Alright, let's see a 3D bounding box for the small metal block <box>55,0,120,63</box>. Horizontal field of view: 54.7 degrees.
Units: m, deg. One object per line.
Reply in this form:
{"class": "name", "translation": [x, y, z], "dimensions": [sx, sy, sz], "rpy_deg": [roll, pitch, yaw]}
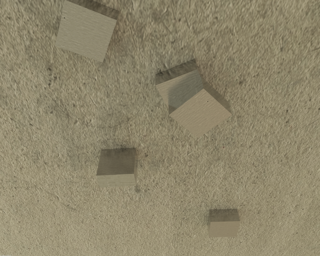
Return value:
{"class": "small metal block", "translation": [-0.075, -0.103, 0.319], "dimensions": [0.050, 0.025, 0.050], "rpy_deg": [18, 128, -15]}

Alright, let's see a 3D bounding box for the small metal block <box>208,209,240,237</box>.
{"class": "small metal block", "translation": [0.113, 0.170, 0.553], "dimensions": [0.050, 0.025, 0.050], "rpy_deg": [-2, 130, 1]}

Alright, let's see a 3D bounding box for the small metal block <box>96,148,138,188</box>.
{"class": "small metal block", "translation": [-0.059, 0.055, 0.437], "dimensions": [0.050, 0.050, 0.025], "rpy_deg": [-3, 130, 2]}

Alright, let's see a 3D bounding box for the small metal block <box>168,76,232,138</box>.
{"class": "small metal block", "translation": [0.045, -0.023, 0.356], "dimensions": [0.050, 0.025, 0.050], "rpy_deg": [-37, 122, 27]}

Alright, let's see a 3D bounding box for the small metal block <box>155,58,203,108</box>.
{"class": "small metal block", "translation": [0.028, -0.047, 0.367], "dimensions": [0.050, 0.025, 0.050], "rpy_deg": [-20, 128, 15]}
